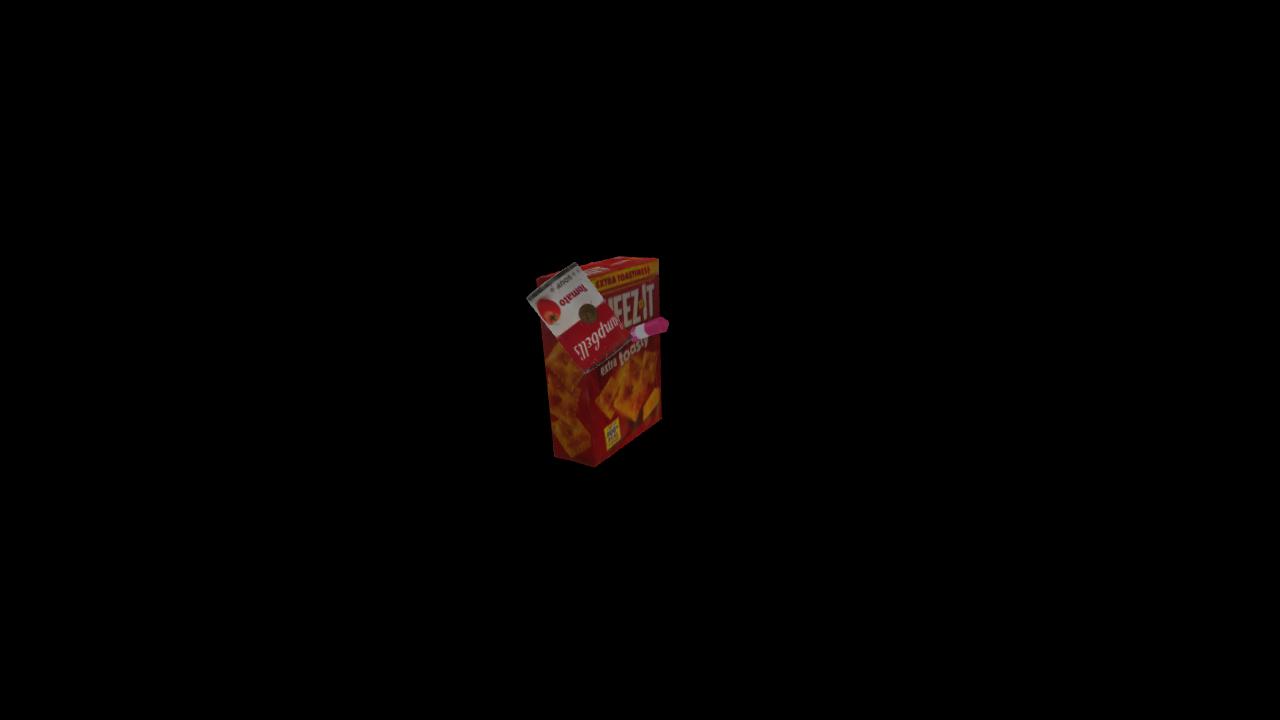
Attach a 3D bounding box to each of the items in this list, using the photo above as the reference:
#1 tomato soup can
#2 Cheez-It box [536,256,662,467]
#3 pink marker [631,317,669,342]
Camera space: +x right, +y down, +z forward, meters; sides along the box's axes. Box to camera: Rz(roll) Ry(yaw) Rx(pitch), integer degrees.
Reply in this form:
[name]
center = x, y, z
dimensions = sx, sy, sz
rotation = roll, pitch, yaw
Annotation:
[tomato soup can]
center = -0.064, -0.045, 0.652
dimensions = 0.068, 0.101, 0.068
rotation = -36, 7, 5
[Cheez-It box]
center = -0.040, -0.006, 0.751
dimensions = 0.071, 0.223, 0.166
rotation = 8, 20, 30
[pink marker]
center = -0.014, -0.029, 0.740
dimensions = 0.121, 0.020, 0.020
rotation = -17, -11, 39
